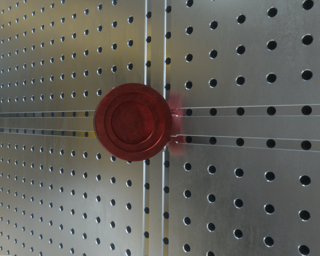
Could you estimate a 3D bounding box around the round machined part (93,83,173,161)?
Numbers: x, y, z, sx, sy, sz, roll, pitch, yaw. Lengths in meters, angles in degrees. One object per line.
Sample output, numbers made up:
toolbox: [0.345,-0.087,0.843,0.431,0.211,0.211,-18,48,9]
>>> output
round machined part: [-0.037,-0.007,0.402,0.042,0.099,0.097,173,95,-71]
